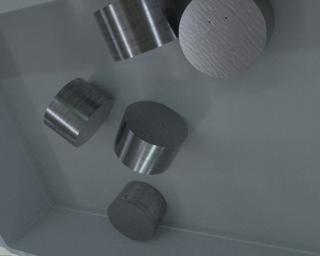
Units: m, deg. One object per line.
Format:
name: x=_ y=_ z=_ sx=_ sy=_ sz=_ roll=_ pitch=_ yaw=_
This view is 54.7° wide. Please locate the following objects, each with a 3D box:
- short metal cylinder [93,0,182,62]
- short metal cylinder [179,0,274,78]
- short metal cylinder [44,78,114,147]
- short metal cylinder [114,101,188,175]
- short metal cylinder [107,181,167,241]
short metal cylinder: x=-0.020 y=-0.107 z=0.317 sx=0.080 sy=0.080 sz=0.050 roll=-9 pitch=114 yaw=32
short metal cylinder: x=0.065 y=-0.095 z=0.299 sx=0.080 sy=0.050 sz=0.079 roll=13 pitch=124 yaw=21
short metal cylinder: x=-0.108 y=-0.021 z=0.417 sx=0.050 sy=0.080 sz=0.080 roll=37 pitch=129 yaw=4
short metal cylinder: x=-0.012 y=0.011 z=0.386 sx=0.080 sy=0.080 sz=0.050 roll=32 pitch=129 yaw=8
short metal cylinder: x=-0.036 y=0.132 z=0.493 sx=0.080 sy=0.050 sz=0.079 roll=13 pitch=124 yaw=21
